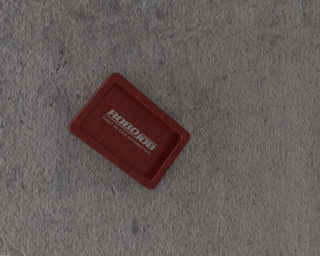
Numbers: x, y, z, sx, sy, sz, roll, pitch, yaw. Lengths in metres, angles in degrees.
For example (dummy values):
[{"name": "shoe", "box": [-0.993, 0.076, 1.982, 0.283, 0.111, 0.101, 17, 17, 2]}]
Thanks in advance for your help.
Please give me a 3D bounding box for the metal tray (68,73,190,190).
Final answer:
[{"name": "metal tray", "box": [-0.037, 0.005, 0.392, 0.130, 0.030, 0.090, 40, 77, -16]}]
